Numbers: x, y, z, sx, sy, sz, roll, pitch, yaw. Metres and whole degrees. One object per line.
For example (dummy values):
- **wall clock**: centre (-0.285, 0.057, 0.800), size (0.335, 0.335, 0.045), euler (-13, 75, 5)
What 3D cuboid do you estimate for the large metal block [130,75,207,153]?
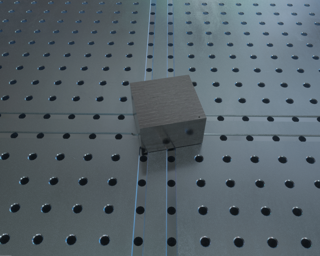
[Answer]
- **large metal block**: centre (0.008, -0.020, 0.407), size (0.080, 0.050, 0.080), euler (-9, 51, -8)
